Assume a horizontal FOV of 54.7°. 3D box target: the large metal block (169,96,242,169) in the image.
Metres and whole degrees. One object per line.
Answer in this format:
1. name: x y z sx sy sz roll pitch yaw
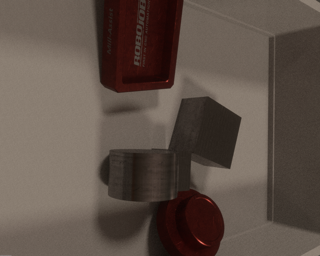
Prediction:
1. large metal block: 0.067 0.008 0.449 0.080 0.050 0.080 25 74 -38

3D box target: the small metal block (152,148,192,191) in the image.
1. small metal block: 0.013 0.053 0.404 0.025 0.050 0.050 5 87 -40

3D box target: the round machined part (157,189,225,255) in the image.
1. round machined part: 0.047 0.126 0.412 0.099 0.042 0.098 24 48 -29

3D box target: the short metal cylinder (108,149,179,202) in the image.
1. short metal cylinder: -0.018 0.051 0.357 0.081 0.080 0.050 3 88 -40

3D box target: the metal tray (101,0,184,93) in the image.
1. metal tray: -0.020 -0.110 0.362 0.091 0.030 0.129 -11 115 -40
